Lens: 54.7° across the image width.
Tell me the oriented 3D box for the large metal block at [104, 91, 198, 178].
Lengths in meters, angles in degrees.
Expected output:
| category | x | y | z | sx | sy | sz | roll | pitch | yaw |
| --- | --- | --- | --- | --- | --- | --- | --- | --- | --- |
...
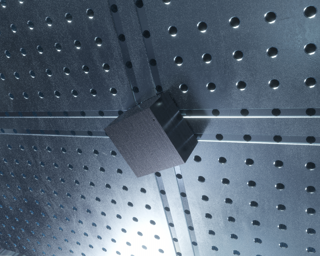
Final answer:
| category | x | y | z | sx | sy | sz | roll | pitch | yaw |
| --- | --- | --- | --- | --- | --- | --- | --- | --- | --- |
| large metal block | -0.011 | 0.010 | 0.402 | 0.080 | 0.050 | 0.080 | -23 | 107 | 36 |
